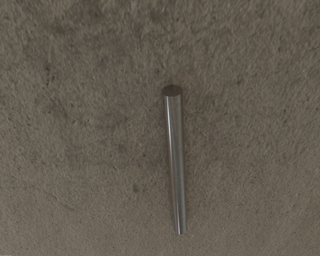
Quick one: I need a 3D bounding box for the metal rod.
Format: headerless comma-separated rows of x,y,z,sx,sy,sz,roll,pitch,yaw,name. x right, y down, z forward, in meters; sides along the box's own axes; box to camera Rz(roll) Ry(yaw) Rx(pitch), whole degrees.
0.026,0.069,0.465,0.025,0.025,0.298,-4,130,2,metal rod
